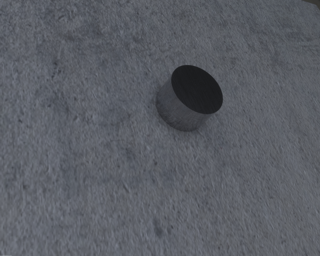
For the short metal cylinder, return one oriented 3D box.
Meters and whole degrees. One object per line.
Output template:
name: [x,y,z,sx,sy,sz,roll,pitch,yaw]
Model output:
short metal cylinder: [0.041,-0.041,0.437,0.081,0.050,0.080,14,56,-21]
